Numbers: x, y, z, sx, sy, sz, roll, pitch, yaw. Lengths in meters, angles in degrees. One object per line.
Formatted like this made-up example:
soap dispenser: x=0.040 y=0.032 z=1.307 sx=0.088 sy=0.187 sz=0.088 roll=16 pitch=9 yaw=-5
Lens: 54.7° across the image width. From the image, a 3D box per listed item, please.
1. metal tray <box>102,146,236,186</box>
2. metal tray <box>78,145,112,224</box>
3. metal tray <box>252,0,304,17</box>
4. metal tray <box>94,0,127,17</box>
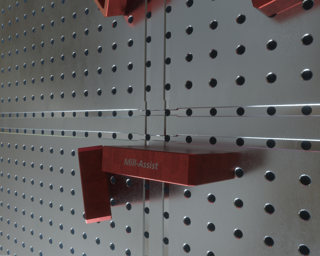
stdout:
metal tray: x=0.008 y=0.039 z=0.357 sx=0.130 sy=0.091 sz=0.030 roll=2 pitch=89 yaw=39
metal tray: x=-0.090 y=0.075 z=0.429 sx=0.130 sy=0.030 sz=0.090 roll=144 pitch=118 yaw=-76
metal tray: x=0.125 y=-0.190 z=0.302 sx=0.090 sy=0.030 sz=0.129 roll=-18 pitch=79 yaw=38
metal tray: x=-0.086 y=-0.238 z=0.450 sx=0.130 sy=0.030 sz=0.089 roll=59 pitch=150 yaw=23
